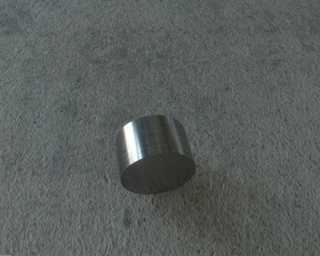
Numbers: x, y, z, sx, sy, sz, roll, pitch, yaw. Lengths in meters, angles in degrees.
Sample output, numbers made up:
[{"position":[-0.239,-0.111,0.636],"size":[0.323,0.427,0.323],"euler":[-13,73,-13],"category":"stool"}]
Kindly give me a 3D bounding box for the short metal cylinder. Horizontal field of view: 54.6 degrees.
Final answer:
[{"position":[-0.006,0.031,0.342],"size":[0.080,0.080,0.050],"euler":[-8,51,-7],"category":"short metal cylinder"}]
